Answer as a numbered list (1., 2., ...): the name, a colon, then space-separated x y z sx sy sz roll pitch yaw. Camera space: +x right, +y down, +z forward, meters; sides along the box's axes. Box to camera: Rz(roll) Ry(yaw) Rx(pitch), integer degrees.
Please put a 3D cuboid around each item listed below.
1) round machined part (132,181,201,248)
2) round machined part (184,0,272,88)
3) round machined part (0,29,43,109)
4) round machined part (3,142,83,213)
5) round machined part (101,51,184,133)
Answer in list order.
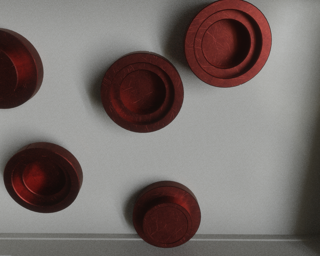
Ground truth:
1. round machined part: 0.010 0.129 0.443 0.099 0.042 0.097 0 102 -1
2. round machined part: 0.076 -0.100 0.367 0.099 0.042 0.097 0 110 -1
3. round machined part: -0.198 -0.069 0.374 0.099 0.042 0.097 0 110 -1
4. round machined part: -0.155 0.063 0.423 0.099 0.042 0.097 0 110 -1
5. round machined part: -0.021 -0.047 0.385 0.099 0.042 0.097 0 110 -1
